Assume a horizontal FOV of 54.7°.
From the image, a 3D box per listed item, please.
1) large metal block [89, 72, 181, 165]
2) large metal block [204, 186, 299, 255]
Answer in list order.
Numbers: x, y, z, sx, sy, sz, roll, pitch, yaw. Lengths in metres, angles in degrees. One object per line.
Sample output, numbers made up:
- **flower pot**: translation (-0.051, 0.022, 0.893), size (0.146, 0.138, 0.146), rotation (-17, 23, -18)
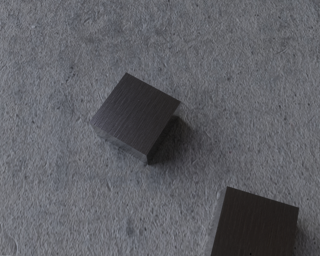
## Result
- **large metal block**: translation (-0.029, -0.011, 0.399), size (0.080, 0.050, 0.080), rotation (29, 73, 10)
- **large metal block**: translation (0.101, 0.120, 0.352), size (0.080, 0.050, 0.080), rotation (16, 71, 6)
